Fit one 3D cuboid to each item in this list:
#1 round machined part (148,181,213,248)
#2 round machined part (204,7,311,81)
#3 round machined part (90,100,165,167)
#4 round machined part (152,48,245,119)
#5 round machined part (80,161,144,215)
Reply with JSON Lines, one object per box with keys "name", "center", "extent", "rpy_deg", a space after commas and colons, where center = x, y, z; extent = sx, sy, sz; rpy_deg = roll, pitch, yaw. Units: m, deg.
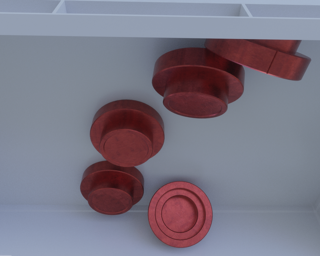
{"name": "round machined part", "center": [0.030, 0.135, 0.488], "extent": [0.099, 0.098, 0.042], "rpy_deg": [2, 162, -2]}
{"name": "round machined part", "center": [0.096, -0.083, 0.294], "extent": [0.099, 0.098, 0.042], "rpy_deg": [13, 114, -12]}
{"name": "round machined part", "center": [-0.043, 0.014, 0.409], "extent": [0.099, 0.042, 0.097], "rpy_deg": [-1, 130, 0]}
{"name": "round machined part", "center": [0.040, -0.041, 0.334], "extent": [0.099, 0.042, 0.098], "rpy_deg": [8, 162, 3]}
{"name": "round machined part", "center": [-0.074, 0.099, 0.481], "extent": [0.099, 0.042, 0.097], "rpy_deg": [-1, 130, 0]}
